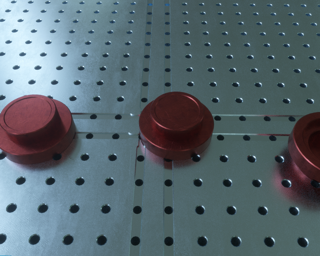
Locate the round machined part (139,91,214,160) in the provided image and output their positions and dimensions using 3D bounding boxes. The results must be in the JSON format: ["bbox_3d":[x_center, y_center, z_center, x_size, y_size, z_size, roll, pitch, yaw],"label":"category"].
[{"bbox_3d":[0.021,-0.010,0.405,0.099,0.042,0.098,0,50,0],"label":"round machined part"}]

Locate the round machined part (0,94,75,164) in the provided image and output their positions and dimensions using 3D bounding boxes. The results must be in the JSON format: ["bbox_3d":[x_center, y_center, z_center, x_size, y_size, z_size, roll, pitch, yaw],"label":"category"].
[{"bbox_3d":[-0.164,-0.006,0.399,0.099,0.042,0.098,0,50,0],"label":"round machined part"}]

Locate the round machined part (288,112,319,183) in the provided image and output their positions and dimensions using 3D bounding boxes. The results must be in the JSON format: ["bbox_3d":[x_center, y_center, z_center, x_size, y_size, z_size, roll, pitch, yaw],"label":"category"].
[{"bbox_3d":[0.205,0.030,0.374,0.099,0.042,0.098,0,50,0],"label":"round machined part"}]
